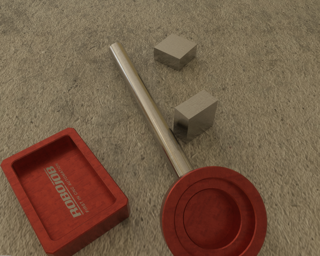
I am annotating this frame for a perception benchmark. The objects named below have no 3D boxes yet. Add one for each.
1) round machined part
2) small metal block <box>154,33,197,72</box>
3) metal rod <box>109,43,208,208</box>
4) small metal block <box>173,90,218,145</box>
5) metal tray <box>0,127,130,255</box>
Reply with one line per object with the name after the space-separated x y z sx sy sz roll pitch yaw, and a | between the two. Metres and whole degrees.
0.049 0.087 0.302 0.099 0.042 0.098 1 79 -7 | round machined part
0.025 -0.125 0.509 0.050 0.025 0.050 30 56 22 | small metal block
-0.014 -0.024 0.423 0.025 0.025 0.300 -18 52 -15 | metal rod
0.045 -0.014 0.399 0.050 0.050 0.025 -33 58 -25 | small metal block
-0.105 0.066 0.342 0.091 0.030 0.130 -30 57 -23 | metal tray
